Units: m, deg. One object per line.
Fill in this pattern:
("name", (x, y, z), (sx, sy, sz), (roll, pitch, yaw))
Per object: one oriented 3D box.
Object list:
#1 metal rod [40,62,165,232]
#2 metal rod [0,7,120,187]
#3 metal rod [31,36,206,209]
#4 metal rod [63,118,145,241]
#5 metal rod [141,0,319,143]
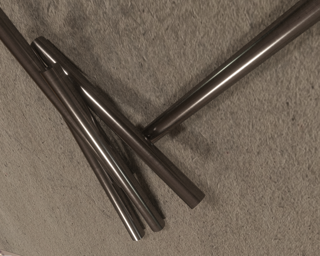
("metal rod", (-0.067, 0.044, 0.437), (0.025, 0.025, 0.299), (-10, 123, 32))
("metal rod", (-0.132, -0.031, 0.432), (0.025, 0.025, 0.299), (-18, 116, 35))
("metal rod", (-0.059, -0.011, 0.403), (0.300, 0.025, 0.025), (44, 129, 7))
("metal rod", (-0.097, 0.059, 0.492), (0.025, 0.025, 0.299), (-12, 113, 33))
("metal rod", (0.060, -0.048, 0.344), (0.025, 0.025, 0.299), (48, 128, -6))
